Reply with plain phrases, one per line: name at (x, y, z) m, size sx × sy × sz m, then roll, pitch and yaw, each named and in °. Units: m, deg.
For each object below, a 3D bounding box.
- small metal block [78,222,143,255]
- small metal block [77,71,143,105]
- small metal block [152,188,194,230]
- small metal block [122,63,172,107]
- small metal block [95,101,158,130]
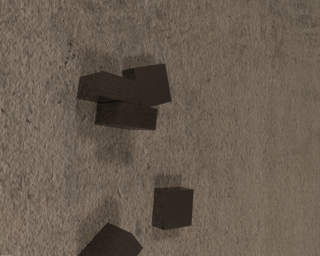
small metal block at (-0.056, 0.138, 0.344) m, size 0.050 × 0.050 × 0.025 m, roll -46°, pitch 118°, yaw -31°
small metal block at (-0.056, -0.041, 0.343) m, size 0.050 × 0.050 × 0.025 m, roll 11°, pitch 83°, yaw -40°
small metal block at (0.018, 0.108, 0.422) m, size 0.050 × 0.025 × 0.050 m, roll 7°, pitch 86°, yaw -40°
small metal block at (-0.016, -0.053, 0.393) m, size 0.050 × 0.025 × 0.050 m, roll -18°, pitch 101°, yaw -39°
small metal block at (-0.039, -0.013, 0.357) m, size 0.050 × 0.050 × 0.025 m, roll 9°, pitch 84°, yaw -40°
